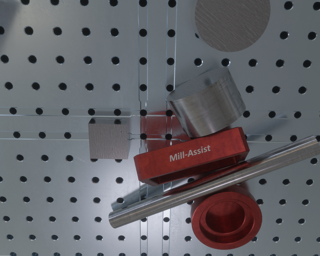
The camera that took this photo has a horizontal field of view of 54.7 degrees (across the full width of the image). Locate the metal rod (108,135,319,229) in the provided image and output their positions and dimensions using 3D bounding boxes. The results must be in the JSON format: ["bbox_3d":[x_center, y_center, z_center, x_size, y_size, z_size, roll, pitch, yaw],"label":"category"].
[{"bbox_3d":[0.061,0.079,0.421,0.300,0.025,0.025,-24,109,17],"label":"metal rod"}]

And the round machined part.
[{"bbox_3d":[0.094,0.124,0.451,0.099,0.042,0.097,0,110,0],"label":"round machined part"}]

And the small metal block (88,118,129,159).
[{"bbox_3d":[-0.068,0.014,0.418,0.050,0.025,0.050,1,110,-1],"label":"small metal block"}]

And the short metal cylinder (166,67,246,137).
[{"bbox_3d":[0.055,-0.031,0.372,0.080,0.080,0.050,-26,107,9],"label":"short metal cylinder"}]

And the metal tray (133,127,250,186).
[{"bbox_3d":[0.042,0.040,0.394,0.131,0.090,0.030,-16,73,5],"label":"metal tray"}]

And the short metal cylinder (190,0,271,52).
[{"bbox_3d":[0.077,-0.130,0.353,0.081,0.050,0.079,0,110,0],"label":"short metal cylinder"}]

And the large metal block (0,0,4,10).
[{"bbox_3d":[-0.242,-0.130,0.350,0.080,0.050,0.080,29,107,-11],"label":"large metal block"}]
